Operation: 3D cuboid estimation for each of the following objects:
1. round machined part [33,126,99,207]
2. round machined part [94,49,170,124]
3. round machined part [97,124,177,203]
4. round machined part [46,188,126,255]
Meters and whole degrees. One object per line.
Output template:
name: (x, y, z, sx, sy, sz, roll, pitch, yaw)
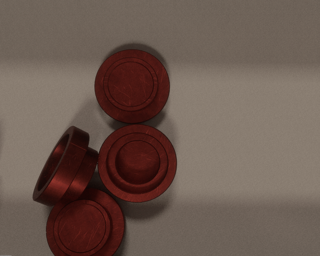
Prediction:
round machined part: (-0.111, 0.050, 0.378, 0.042, 0.098, 0.098, 30, 90, -23)
round machined part: (-0.036, -0.054, 0.402, 0.099, 0.042, 0.097, 0, 90, -1)
round machined part: (-0.028, 0.043, 0.403, 0.099, 0.042, 0.097, 0, 90, -1)
round machined part: (-0.094, 0.125, 0.390, 0.099, 0.042, 0.098, 1, 74, -2)
